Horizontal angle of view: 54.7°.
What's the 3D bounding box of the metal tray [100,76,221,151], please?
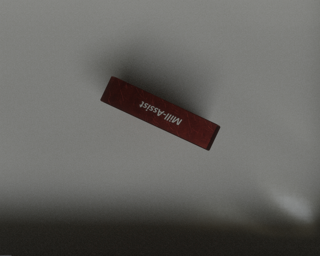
[{"bbox_3d":[0.000,-0.016,0.375,0.131,0.090,0.030,25,90,-1],"label":"metal tray"}]
